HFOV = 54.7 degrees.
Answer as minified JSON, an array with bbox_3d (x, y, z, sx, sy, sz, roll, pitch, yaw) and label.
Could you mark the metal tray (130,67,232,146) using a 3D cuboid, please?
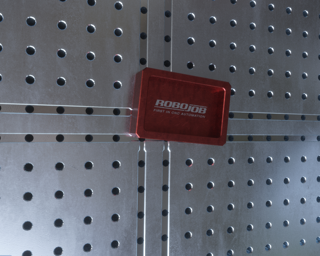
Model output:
[{"bbox_3d":[0.030,-0.026,0.422,0.131,0.030,0.089,6,88,-20],"label":"metal tray"}]
